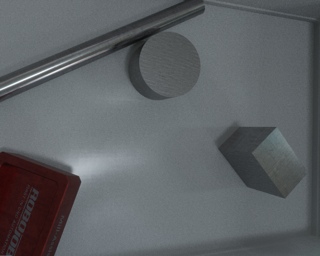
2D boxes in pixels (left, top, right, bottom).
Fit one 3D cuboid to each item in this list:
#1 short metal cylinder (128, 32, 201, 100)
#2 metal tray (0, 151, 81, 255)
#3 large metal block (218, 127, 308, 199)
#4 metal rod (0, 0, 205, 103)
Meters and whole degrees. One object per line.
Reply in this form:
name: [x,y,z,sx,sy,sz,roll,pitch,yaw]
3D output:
short metal cylinder: [0.005,-0.078,0.400,0.081,0.050,0.079,0,90,-21]
metal tray: [-0.150,0.100,0.329,0.090,0.030,0.129,17,83,13]
large metal block: [0.142,0.045,0.436,0.050,0.080,0.080,-42,104,-15]
metal rod: [-0.071,-0.102,0.384,0.302,0.025,0.025,-29,100,-18]
